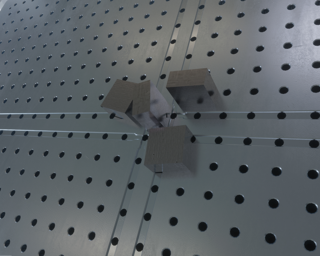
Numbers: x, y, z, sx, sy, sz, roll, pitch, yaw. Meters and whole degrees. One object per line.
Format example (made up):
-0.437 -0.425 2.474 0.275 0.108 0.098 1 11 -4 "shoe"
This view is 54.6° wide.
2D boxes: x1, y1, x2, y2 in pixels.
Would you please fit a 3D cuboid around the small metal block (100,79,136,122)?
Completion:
-0.052 -0.042 0.463 0.050 0.025 0.050 17 71 35 "small metal block"

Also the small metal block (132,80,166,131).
-0.013 -0.028 0.417 0.025 0.050 0.050 -14 56 21 "small metal block"

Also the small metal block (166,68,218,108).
0.043 -0.050 0.401 0.050 0.050 0.025 0 62 28 "small metal block"

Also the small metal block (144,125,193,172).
0.011 0.026 0.387 0.050 0.025 0.050 -6 59 25 "small metal block"
